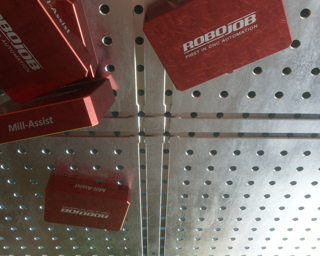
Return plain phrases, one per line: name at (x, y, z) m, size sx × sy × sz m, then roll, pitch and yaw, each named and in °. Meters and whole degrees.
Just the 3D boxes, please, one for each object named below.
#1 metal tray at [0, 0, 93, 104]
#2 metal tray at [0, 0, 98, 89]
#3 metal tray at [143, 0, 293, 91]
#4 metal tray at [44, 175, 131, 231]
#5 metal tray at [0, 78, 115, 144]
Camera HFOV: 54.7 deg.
metal tray at (-0.136, -0.092, 0.288) m, size 0.090 × 0.030 × 0.130 m, roll -19°, pitch 128°, yaw 15°
metal tray at (-0.142, -0.090, 0.330) m, size 0.131 × 0.030 × 0.089 m, roll -5°, pitch 130°, yaw 3°
metal tray at (0.059, -0.102, 0.323) m, size 0.130 × 0.030 × 0.090 m, roll -21°, pitch 127°, yaw 16°
metal tray at (-0.121, 0.128, 0.516) m, size 0.131 × 0.030 × 0.089 m, roll 11°, pitch 129°, yaw -10°
metal tray at (-0.124, -0.020, 0.346) m, size 0.131 × 0.090 × 0.030 m, roll -11°, pitch 109°, yaw 8°
